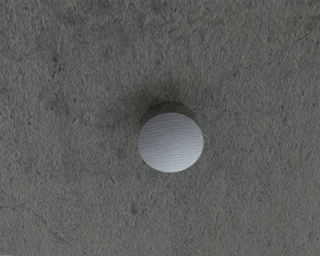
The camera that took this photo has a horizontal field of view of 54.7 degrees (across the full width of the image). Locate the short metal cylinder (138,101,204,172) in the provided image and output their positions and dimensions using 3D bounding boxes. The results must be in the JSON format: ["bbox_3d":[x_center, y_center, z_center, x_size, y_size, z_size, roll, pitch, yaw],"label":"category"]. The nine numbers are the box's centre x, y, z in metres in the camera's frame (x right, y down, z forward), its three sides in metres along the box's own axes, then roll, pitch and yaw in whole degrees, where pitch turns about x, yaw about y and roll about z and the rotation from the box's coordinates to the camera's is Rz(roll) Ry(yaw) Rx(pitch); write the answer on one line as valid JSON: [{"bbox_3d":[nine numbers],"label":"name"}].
[{"bbox_3d":[0.013,0.010,0.402,0.081,0.050,0.079,0,110,-1],"label":"short metal cylinder"}]
